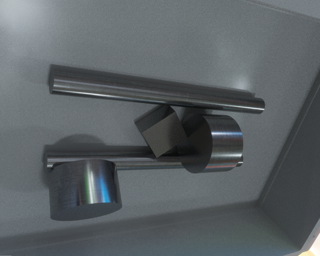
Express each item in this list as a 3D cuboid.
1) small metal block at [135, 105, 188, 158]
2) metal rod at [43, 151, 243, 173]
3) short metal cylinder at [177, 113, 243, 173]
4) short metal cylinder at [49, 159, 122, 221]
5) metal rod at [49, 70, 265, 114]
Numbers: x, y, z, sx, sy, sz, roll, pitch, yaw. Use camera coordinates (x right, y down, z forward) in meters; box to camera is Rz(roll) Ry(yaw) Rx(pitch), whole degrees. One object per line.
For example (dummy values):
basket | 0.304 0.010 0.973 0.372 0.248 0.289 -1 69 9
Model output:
small metal block | 0.002 0.004 0.412 0.050 0.025 0.050 -33 129 -7
metal rod | -0.002 0.045 0.435 0.303 0.025 0.025 3 117 -30
short metal cylinder | 0.066 0.021 0.422 0.050 0.080 0.079 2 118 -30
short metal cylinder | -0.088 0.075 0.367 0.081 0.050 0.080 -10 155 -5
metal rod | 0.019 -0.040 0.393 0.303 0.025 0.025 3 117 -30
